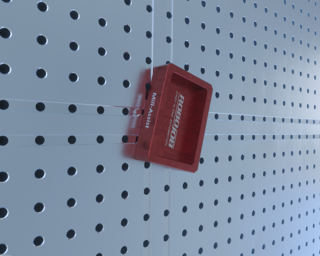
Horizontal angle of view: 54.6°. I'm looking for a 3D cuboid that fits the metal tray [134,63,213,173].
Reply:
[{"bbox_3d":[0.022,-0.011,0.422,0.091,0.030,0.130,20,78,-38],"label":"metal tray"}]
